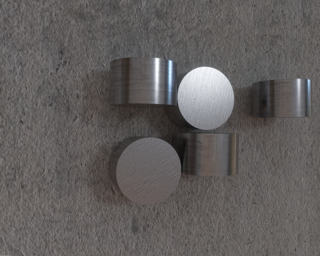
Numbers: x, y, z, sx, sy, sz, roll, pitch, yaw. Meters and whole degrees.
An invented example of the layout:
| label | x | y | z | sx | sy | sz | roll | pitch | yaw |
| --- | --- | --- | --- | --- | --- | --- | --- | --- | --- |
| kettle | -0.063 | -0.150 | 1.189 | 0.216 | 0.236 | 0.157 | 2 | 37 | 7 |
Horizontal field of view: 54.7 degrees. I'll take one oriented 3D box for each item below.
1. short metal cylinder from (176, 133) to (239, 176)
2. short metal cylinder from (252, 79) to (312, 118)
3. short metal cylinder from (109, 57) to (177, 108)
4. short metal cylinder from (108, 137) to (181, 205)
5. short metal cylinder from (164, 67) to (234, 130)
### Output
| label | x | y | z | sx | sy | sz | roll | pitch | yaw |
| --- | --- | --- | --- | --- | --- | --- | --- | --- | --- |
| short metal cylinder | 0.061 | 0.031 | 0.402 | 0.081 | 0.080 | 0.050 | 1 | 90 | -20 |
| short metal cylinder | 0.173 | -0.040 | 0.443 | 0.081 | 0.080 | 0.050 | -1 | 91 | -20 |
| short metal cylinder | -0.020 | -0.051 | 0.372 | 0.081 | 0.080 | 0.050 | 1 | 90 | -20 |
| short metal cylinder | -0.020 | 0.051 | 0.388 | 0.081 | 0.050 | 0.080 | 0 | 90 | -20 |
| short metal cylinder | 0.051 | -0.038 | 0.414 | 0.081 | 0.050 | 0.080 | 0 | 90 | -20 |
